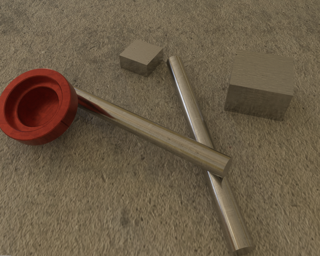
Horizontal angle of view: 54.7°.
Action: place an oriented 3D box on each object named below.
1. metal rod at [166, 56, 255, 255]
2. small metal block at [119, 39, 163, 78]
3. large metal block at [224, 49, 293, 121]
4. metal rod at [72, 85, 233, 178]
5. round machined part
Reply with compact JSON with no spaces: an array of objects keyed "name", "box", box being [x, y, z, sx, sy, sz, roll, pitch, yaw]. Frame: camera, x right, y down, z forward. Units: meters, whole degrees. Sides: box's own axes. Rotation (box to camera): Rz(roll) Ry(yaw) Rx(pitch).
[{"name":"metal rod","box":[0.052,0.008,0.396,0.025,0.025,0.300,-8,51,-7]},{"name":"small metal block","box":[-0.029,-0.113,0.498,0.050,0.025,0.050,23,54,18]},{"name":"large metal block","box":[0.140,-0.063,0.441,0.080,0.050,0.080,12,51,9]},{"name":"metal rod","box":[-0.051,-0.014,0.396,0.300,0.025,0.025,25,54,25]},{"name":"round machined part","box":[-0.151,-0.024,0.396,0.098,0.042,0.098,-4,68,10]}]
